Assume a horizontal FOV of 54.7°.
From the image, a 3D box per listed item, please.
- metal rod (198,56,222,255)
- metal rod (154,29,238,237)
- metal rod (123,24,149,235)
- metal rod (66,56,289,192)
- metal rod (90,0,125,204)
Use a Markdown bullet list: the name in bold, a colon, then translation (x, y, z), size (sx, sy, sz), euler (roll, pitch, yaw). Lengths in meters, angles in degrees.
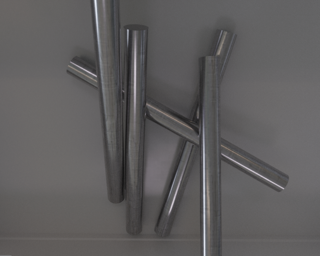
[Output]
- **metal rod**: translation (0.059, 0.068, 0.362), size (0.025, 0.025, 0.298), euler (-1, 91, 0)
- **metal rod**: translation (0.042, 0.020, 0.418), size (0.025, 0.025, 0.298), euler (14, 109, -5)
- **metal rod**: translation (-0.031, 0.025, 0.389), size (0.025, 0.025, 0.298), euler (3, 122, -1)
- **metal rod**: translation (0.023, -0.004, 0.386), size (0.301, 0.025, 0.025), euler (29, 108, -1)
- **metal rod**: translation (-0.054, -0.012, 0.350), size (0.025, 0.025, 0.298), euler (3, 132, -1)
